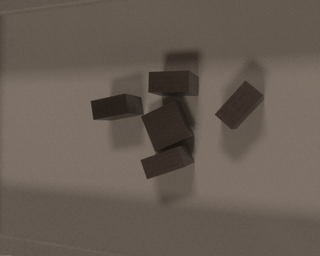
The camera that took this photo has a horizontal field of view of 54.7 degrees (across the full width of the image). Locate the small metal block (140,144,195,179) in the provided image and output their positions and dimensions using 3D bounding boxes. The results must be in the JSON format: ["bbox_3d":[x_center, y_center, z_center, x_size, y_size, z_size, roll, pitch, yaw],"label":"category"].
[{"bbox_3d":[0.011,0.042,0.393,0.050,0.050,0.025,-21,83,18],"label":"small metal block"}]

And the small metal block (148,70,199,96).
[{"bbox_3d":[0.018,-0.055,0.390,0.050,0.050,0.025,2,91,19],"label":"small metal block"}]

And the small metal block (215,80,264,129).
[{"bbox_3d":[0.095,-0.025,0.364,0.025,0.050,0.050,44,104,14],"label":"small metal block"}]

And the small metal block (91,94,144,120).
[{"bbox_3d":[-0.056,-0.027,0.416,0.050,0.050,0.025,-10,87,19],"label":"small metal block"}]

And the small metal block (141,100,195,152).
[{"bbox_3d":[0.010,-0.002,0.406,0.050,0.025,0.050,-24,82,18],"label":"small metal block"}]
